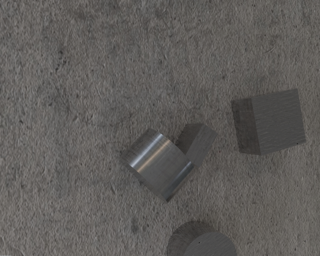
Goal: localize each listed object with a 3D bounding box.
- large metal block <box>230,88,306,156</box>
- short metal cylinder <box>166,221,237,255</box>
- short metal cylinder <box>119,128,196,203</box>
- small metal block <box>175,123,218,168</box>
[{"bbox_3d":[0.158,-0.010,0.454,0.081,0.050,0.080,-13,95,-20],"label":"large metal block"},{"bbox_3d":[0.055,0.172,0.416,0.081,0.050,0.079,0,90,-20],"label":"short metal cylinder"},{"bbox_3d":[-0.004,0.046,0.378,0.050,0.080,0.080,-46,105,-14],"label":"short metal cylinder"},{"bbox_3d":[0.044,0.022,0.412,0.025,0.050,0.050,34,79,-17],"label":"small metal block"}]
